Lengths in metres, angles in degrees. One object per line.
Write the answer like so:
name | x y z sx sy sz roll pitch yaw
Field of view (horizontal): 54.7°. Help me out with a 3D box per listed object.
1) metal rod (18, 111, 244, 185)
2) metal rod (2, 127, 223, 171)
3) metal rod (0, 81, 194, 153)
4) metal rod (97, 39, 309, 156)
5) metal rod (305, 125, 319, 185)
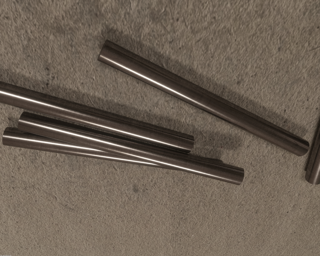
metal rod | -0.032 0.029 0.415 0.302 0.025 0.025 15 129 -7
metal rod | -0.058 0.035 0.436 0.302 0.025 0.025 9 130 -9
metal rod | -0.099 -0.017 0.390 0.302 0.025 0.025 16 128 -14
metal rod | 0.068 -0.028 0.384 0.302 0.025 0.025 23 126 -19
metal rod | 0.220 -0.035 0.380 0.025 0.025 0.298 -5 130 4
